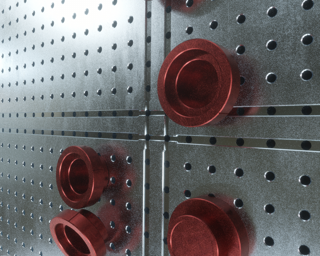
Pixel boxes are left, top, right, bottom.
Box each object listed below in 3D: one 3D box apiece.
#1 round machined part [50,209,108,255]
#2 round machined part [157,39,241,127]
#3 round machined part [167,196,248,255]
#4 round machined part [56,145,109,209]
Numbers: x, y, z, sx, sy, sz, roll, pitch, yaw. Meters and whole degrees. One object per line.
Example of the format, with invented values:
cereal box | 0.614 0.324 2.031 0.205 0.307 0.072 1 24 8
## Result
round machined part | -0.120 0.165 0.479 0.098 0.042 0.097 17 124 28
round machined part | 0.048 -0.050 0.358 0.098 0.042 0.097 0 90 39
round machined part | 0.047 0.131 0.358 0.098 0.042 0.097 0 90 39
round machined part | -0.120 0.076 0.494 0.098 0.042 0.097 -1 89 39
